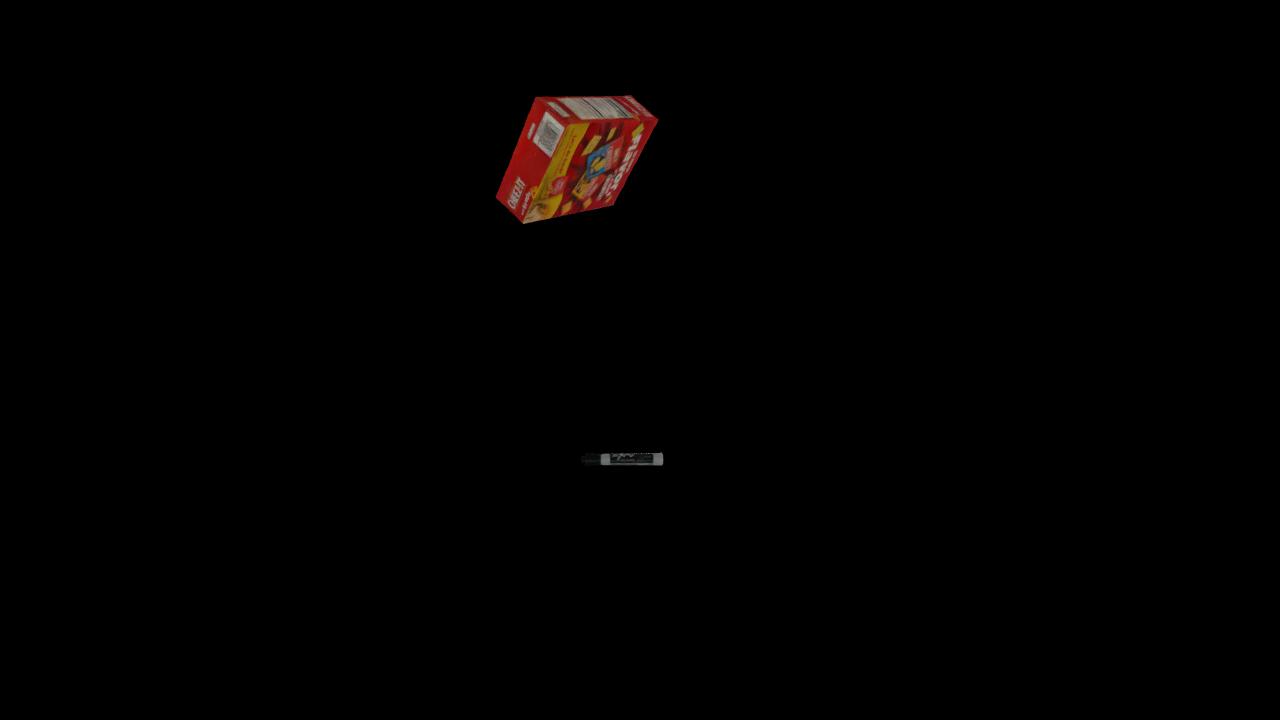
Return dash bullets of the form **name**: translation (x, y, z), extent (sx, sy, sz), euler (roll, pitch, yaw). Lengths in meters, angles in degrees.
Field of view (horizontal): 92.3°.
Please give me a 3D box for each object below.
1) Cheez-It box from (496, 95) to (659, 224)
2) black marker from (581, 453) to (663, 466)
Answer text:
- **Cheez-It box**: translation (-0.087, -0.297, 0.901), extent (0.223, 0.071, 0.166), euler (-30, -19, -50)
- **black marker**: translation (-0.026, 0.147, 0.909), extent (0.121, 0.020, 0.020), euler (1, 0, -7)
